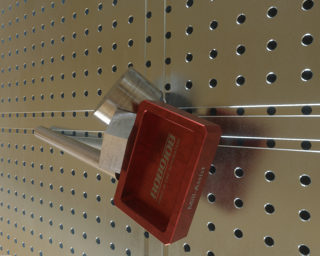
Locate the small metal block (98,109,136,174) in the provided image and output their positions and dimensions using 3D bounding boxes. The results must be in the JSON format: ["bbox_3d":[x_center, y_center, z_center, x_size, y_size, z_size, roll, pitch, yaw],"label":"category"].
[{"bbox_3d":[-0.047,0.014,0.352,0.025,0.050,0.050,16,124,0],"label":"small metal block"}]

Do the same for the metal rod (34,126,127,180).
[{"bbox_3d":[-0.136,0.030,0.480,0.300,0.025,0.025,13,99,50],"label":"metal rod"}]

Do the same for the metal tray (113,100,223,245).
[{"bbox_3d":[0.003,0.044,0.332,0.090,0.030,0.129,26,106,37],"label":"metal tray"}]

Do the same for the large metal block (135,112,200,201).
[{"bbox_3d":[0.003,0.035,0.387,0.080,0.050,0.080,-42,65,31],"label":"large metal block"}]

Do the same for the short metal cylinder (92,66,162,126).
[{"bbox_3d":[-0.043,-0.033,0.399,0.050,0.080,0.080,39,123,-15],"label":"short metal cylinder"}]
